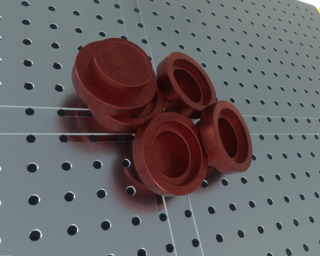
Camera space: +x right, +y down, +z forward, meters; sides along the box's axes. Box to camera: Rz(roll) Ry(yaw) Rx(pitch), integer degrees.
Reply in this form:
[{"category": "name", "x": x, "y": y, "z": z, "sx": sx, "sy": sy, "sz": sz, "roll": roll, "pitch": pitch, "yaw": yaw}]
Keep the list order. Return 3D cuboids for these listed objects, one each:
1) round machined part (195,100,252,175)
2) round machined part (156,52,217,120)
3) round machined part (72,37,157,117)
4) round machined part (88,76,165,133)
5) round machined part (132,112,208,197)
[{"category": "round machined part", "x": 0.082, "y": 0.015, "z": 0.419, "sx": 0.098, "sy": 0.042, "sz": 0.098, "roll": 24, "pitch": 56, "yaw": -42}, {"category": "round machined part", "x": 0.032, "y": -0.055, "z": 0.438, "sx": 0.098, "sy": 0.042, "sz": 0.098, "roll": 27, "pitch": 47, "yaw": -32}, {"category": "round machined part", "x": -0.048, "y": -0.065, "z": 0.358, "sx": 0.099, "sy": 0.042, "sz": 0.098, "roll": 14, "pitch": 56, "yaw": -21}, {"category": "round machined part", "x": -0.047, "y": -0.036, "z": 0.394, "sx": 0.099, "sy": 0.042, "sz": 0.098, "roll": 14, "pitch": 56, "yaw": -21}, {"category": "round machined part", "x": 0.008, "y": 0.033, "z": 0.372, "sx": 0.099, "sy": 0.042, "sz": 0.098, "roll": 13, "pitch": 68, "yaw": -35}]
